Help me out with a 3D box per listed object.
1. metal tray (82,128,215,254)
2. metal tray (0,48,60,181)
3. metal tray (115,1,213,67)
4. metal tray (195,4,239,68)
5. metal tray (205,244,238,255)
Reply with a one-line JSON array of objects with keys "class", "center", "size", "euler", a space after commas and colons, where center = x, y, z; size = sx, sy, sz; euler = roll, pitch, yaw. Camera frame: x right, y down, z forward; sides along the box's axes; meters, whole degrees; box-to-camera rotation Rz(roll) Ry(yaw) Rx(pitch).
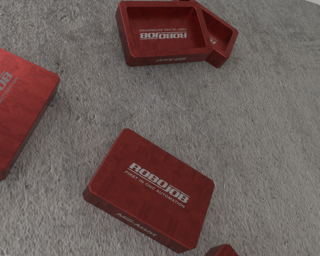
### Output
[{"class": "metal tray", "center": [-0.008, 0.070, 0.353], "size": [0.130, 0.030, 0.090], "euler": [32, 51, -7]}, {"class": "metal tray", "center": [-0.173, -0.021, 0.320], "size": [0.090, 0.030, 0.130], "euler": [25, 53, -13]}, {"class": "metal tray", "center": [0.007, -0.143, 0.466], "size": [0.131, 0.030, 0.090], "euler": [-9, 77, -21]}, {"class": "metal tray", "center": [0.069, -0.173, 0.542], "size": [0.130, 0.030, 0.090], "euler": [32, 51, -7]}, {"class": "metal tray", "center": [0.079, 0.202, 0.320], "size": [0.091, 0.030, 0.130], "euler": [-33, 80, -38]}]
